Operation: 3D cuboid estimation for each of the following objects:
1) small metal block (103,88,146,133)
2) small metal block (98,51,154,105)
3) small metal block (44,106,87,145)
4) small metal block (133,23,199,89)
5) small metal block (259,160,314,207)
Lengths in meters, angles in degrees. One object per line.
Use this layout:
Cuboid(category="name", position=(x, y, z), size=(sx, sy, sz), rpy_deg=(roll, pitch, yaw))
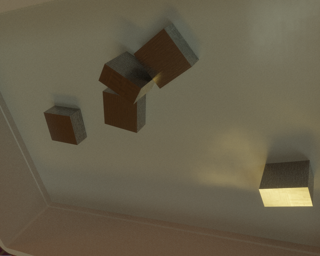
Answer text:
Cuboid(category="small metal block", position=(-0.047, -0.026, 0.416), size=(0.050, 0.025, 0.050), rpy_deg=(16, 125, 19))
Cuboid(category="small metal block", position=(-0.036, -0.062, 0.372), size=(0.050, 0.050, 0.025), rpy_deg=(35, 129, 5))
Cuboid(category="small metal block", position=(-0.146, -0.005, 0.480), size=(0.050, 0.025, 0.050), rpy_deg=(8, 122, 23))
Cuboid(category="small metal block", position=(0.007, -0.081, 0.354), size=(0.050, 0.025, 0.050), rpy_deg=(-30, 102, 37))
Cuboid(category="small metal block", position=(0.146, 0.063, 0.355), size=(0.050, 0.050, 0.025), rpy_deg=(-10, 114, 32))
